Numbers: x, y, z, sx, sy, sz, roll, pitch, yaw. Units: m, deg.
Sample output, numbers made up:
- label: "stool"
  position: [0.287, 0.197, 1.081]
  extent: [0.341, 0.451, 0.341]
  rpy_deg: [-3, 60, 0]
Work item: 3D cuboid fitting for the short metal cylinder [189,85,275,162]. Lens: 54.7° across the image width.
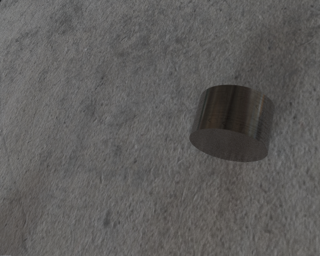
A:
- label: "short metal cylinder"
  position: [0.077, -0.003, 0.329]
  extent: [0.080, 0.080, 0.050]
  rpy_deg: [4, 64, 29]
